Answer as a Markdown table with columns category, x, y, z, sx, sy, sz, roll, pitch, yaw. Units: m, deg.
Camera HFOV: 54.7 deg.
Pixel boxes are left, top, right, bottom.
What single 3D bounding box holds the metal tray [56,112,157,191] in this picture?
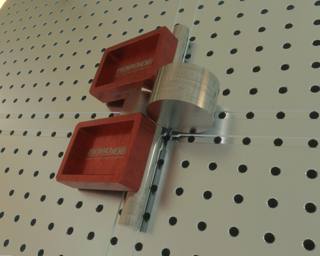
| category | x | y | z | sx | sy | sz | roll | pitch | yaw |
| --- | --- | --- | --- | --- | --- | --- | --- | --- | --- |
| metal tray | -0.072 | 0.032 | 0.401 | 0.130 | 0.030 | 0.090 | -7 | 58 | 39 |

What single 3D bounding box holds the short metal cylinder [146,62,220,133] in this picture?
| category | x | y | z | sx | sy | sz | roll | pitch | yaw |
| --- | --- | --- | --- | --- | --- | --- | --- | --- | --- |
| short metal cylinder | 0.028 | -0.034 | 0.375 | 0.080 | 0.080 | 0.050 | 0 | 62 | 28 |

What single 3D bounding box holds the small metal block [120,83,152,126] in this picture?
| category | x | y | z | sx | sy | sz | roll | pitch | yaw |
| --- | --- | --- | --- | --- | --- | --- | --- | --- | --- |
| small metal block | -0.031 | -0.026 | 0.422 | 0.050 | 0.025 | 0.050 | -23 | 45 | 54 |

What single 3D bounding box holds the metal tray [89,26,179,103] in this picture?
| category | x | y | z | sx | sy | sz | roll | pitch | yaw |
| --- | --- | --- | --- | --- | --- | --- | --- | --- | --- |
| metal tray | -0.041 | -0.091 | 0.460 | 0.130 | 0.030 | 0.090 | -7 | 58 | 39 |

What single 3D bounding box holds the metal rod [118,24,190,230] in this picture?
| category | x | y | z | sx | sy | sz | roll | pitch | yaw |
| --- | --- | --- | --- | --- | --- | --- | --- | --- | --- |
| metal rod | -0.001 | -0.019 | 0.415 | 0.025 | 0.025 | 0.300 | 0 | 62 | 28 |
